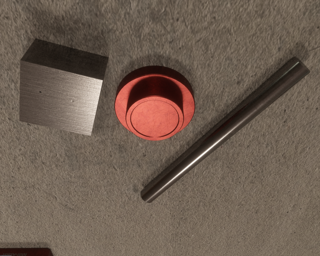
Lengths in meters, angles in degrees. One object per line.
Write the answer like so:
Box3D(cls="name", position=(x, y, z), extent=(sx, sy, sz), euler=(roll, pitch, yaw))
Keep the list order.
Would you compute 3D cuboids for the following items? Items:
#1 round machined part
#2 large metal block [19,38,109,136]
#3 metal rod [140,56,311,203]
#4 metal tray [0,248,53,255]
Box3D(cls="round machined part", position=(-0.006, -0.023, 0.377), extent=(0.099, 0.042, 0.097), euler=(-1, 130, 0))
Box3D(cls="large metal block", position=(-0.109, -0.044, 0.351), extent=(0.081, 0.050, 0.079), euler=(13, 129, -11))
Box3D(cls="metal rod", position=(0.069, 0.019, 0.424), extent=(0.025, 0.025, 0.299), euler=(30, 124, -23))
Box3D(cls="metal tray", position=(-0.289, 0.286, 0.642), extent=(0.131, 0.030, 0.089), euler=(0, 130, -1))
